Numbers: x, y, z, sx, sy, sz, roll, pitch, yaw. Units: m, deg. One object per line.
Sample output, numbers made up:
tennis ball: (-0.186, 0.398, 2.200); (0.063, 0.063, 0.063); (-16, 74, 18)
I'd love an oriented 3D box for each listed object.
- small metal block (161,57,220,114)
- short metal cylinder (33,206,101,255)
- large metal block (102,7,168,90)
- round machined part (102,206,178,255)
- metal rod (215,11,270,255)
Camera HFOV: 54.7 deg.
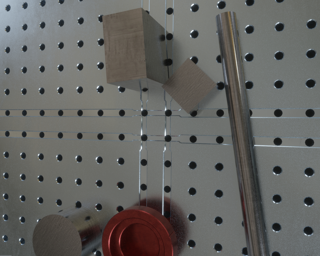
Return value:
small metal block: (0.040, -0.053, 0.398); (0.050, 0.025, 0.050); (-46, 76, 14)
short metal cylinder: (-0.132, 0.157, 0.444); (0.080, 0.050, 0.079); (0, 90, 19)
large metal block: (-0.028, -0.094, 0.392); (0.050, 0.080, 0.080); (-5, 89, 20)
round machined part: (-0.023, 0.151, 0.411); (0.098, 0.042, 0.097); (0, 90, 19)
metal rod: (0.100, 0.009, 0.377); (0.025, 0.025, 0.298); (-8, 87, 19)
